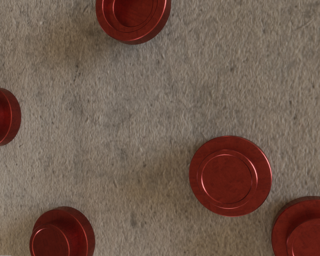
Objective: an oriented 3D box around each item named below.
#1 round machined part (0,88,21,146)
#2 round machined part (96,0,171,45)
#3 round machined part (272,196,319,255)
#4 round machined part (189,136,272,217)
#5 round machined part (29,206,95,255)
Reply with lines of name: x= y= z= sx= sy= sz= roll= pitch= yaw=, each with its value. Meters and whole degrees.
round machined part: x=-0.277 y=-0.018 z=0.495 sx=0.098 sy=0.042 sz=0.097 roll=0 pitch=90 yaw=19
round machined part: x=-0.032 y=-0.159 z=0.410 sx=0.098 sy=0.042 sz=0.097 roll=0 pitch=90 yaw=19
round machined part: x=0.174 y=0.127 z=0.339 sx=0.098 sy=0.042 sz=0.097 roll=0 pitch=90 yaw=19
round machined part: x=0.082 y=0.058 z=0.371 sx=0.098 sy=0.042 sz=0.097 roll=0 pitch=90 yaw=19
round machined part: x=-0.148 y=0.168 z=0.451 sx=0.098 sy=0.042 sz=0.097 roll=0 pitch=90 yaw=19
